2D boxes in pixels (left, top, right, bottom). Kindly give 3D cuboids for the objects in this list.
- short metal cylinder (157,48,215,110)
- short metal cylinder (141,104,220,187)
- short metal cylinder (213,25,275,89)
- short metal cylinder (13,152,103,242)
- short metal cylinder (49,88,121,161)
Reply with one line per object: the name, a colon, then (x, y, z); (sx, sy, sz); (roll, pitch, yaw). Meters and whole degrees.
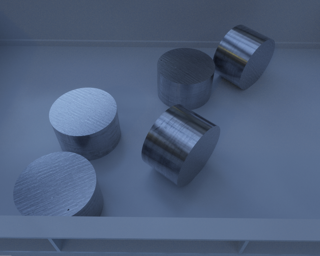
short metal cylinder: (0.036, -0.071, 0.449); (0.080, 0.050, 0.080); (0, 50, 0)
short metal cylinder: (0.025, 0.020, 0.353); (0.050, 0.080, 0.080); (33, 57, 24)
short metal cylinder: (0.123, -0.104, 0.458); (0.080, 0.080, 0.050); (-36, 59, -26)
short metal cylinder: (-0.104, 0.072, 0.328); (0.080, 0.050, 0.080); (0, 50, 0)
short metal cylinder: (-0.093, -0.006, 0.393); (0.080, 0.050, 0.080); (0, 50, 0)
